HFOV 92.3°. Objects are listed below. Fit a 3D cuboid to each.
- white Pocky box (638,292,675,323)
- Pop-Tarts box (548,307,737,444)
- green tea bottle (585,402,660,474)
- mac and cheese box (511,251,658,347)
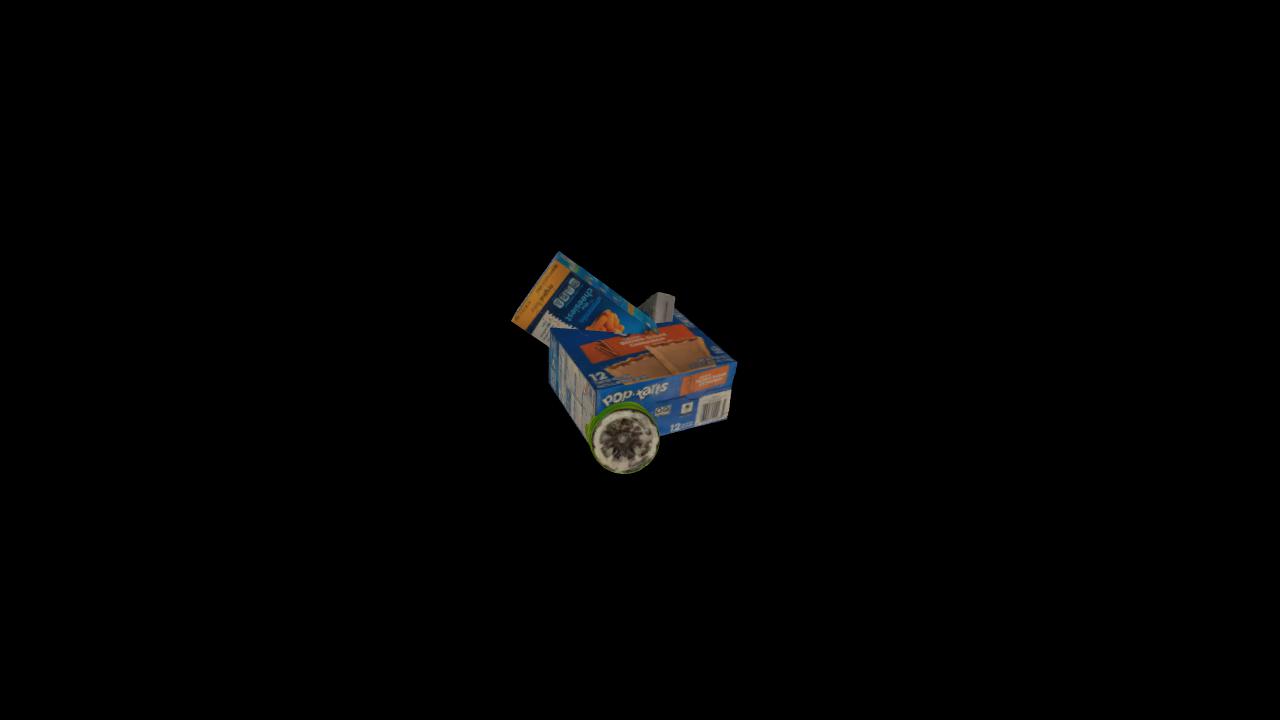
[{"bbox_3d":[0.006,0.002,0.738,0.028,0.154,0.084,14,-16,-19],"label":"white Pocky box"},{"bbox_3d":[-0.002,0.014,0.691,0.167,0.083,0.141,-10,34,-25],"label":"Pop-Tarts box"},{"bbox_3d":[-0.032,0.062,0.688,0.073,0.073,0.212,0,8,-11],"label":"green tea bottle"},{"bbox_3d":[-0.045,-0.031,0.703,0.184,0.093,0.041,35,21,-14],"label":"mac and cheese box"}]
